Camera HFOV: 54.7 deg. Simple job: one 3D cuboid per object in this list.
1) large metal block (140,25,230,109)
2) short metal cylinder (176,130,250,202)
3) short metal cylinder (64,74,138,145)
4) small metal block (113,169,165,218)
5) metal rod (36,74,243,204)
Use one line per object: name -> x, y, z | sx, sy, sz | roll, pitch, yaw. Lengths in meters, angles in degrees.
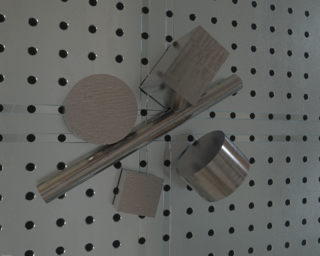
large metal block -> 0.028, -0.071, 0.390 | 0.050, 0.080, 0.080 | 38, 78, -16
short metal cylinder -> 0.068, 0.049, 0.405 | 0.050, 0.080, 0.080 | 45, 76, -15
short metal cylinder -> -0.072, -0.021, 0.369 | 0.081, 0.050, 0.079 | 0, 90, -20
small metal block -> -0.028, 0.084, 0.399 | 0.050, 0.025, 0.050 | 16, 85, -20
metal rod -> -0.013, 0.005, 0.405 | 0.302, 0.025, 0.025 | -30, 100, -18
